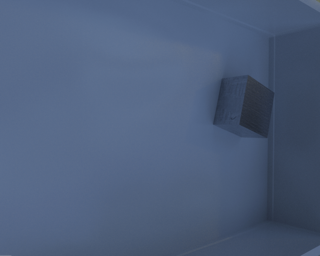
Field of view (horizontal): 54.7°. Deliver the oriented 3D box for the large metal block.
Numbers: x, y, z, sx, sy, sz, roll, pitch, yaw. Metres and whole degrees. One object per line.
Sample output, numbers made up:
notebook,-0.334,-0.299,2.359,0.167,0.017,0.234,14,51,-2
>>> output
large metal block,0.140,-0.032,0.510,0.080,0.050,0.080,21,77,-38
